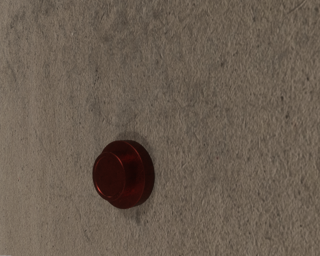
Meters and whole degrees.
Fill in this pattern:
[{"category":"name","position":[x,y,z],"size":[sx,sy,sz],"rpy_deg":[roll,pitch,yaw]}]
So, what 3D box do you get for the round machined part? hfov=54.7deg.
[{"category":"round machined part","position":[-0.058,0.066,0.440],"size":[0.098,0.042,0.097],"rpy_deg":[0,90,39]}]
